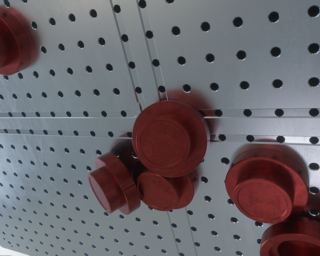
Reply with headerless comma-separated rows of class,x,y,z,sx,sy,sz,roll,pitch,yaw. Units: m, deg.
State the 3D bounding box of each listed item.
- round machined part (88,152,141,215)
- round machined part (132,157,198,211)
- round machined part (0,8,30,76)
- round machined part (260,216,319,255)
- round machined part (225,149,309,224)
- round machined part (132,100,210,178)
round machined part,-0.074,0.089,0.468,0.098,0.042,0.097,41,147,35
round machined part,0.003,0.081,0.450,0.098,0.042,0.097,13,124,21
round machined part,-0.244,-0.123,0.454,0.098,0.042,0.097,13,124,21
round machined part,0.181,0.152,0.395,0.098,0.042,0.097,12,127,17
round machined part,0.128,0.078,0.381,0.098,0.042,0.097,13,124,21
round machined part,0.010,0.015,0.385,0.098,0.042,0.097,4,101,18
